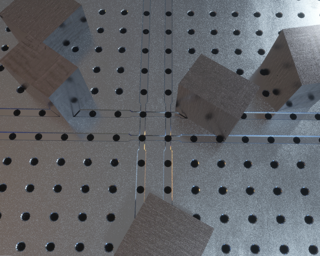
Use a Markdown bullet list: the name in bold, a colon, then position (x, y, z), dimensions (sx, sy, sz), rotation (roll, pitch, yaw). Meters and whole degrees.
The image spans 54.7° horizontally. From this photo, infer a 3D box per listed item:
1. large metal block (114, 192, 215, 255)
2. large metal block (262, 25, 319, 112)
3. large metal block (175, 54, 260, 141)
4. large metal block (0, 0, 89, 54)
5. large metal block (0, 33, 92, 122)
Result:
- **large metal block**: position (0.004, 0.131, 0.351), dimensions (0.080, 0.050, 0.080), rotation (28, 72, 9)
- **large metal block**: position (0.184, -0.077, 0.413), dimensions (0.050, 0.080, 0.080), rotation (-8, 70, -3)
- **large metal block**: position (0.069, -0.036, 0.397), dimensions (0.080, 0.080, 0.050), rotation (32, 73, 11)
- **large metal block**: position (-0.166, -0.157, 0.454), dimensions (0.080, 0.050, 0.080), rotation (35, 73, 11)
- **large metal block**: position (-0.144, -0.062, 0.403), dimensions (0.080, 0.080, 0.050), rotation (35, 74, 11)
